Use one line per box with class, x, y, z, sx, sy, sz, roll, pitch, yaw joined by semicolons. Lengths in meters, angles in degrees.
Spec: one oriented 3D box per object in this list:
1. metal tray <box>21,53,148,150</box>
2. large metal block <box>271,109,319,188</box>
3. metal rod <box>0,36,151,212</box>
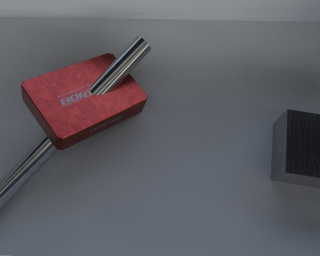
metal tray;-0.093;-0.039;0.396;0.131;0.030;0.090;-29;71;-32
large metal block;0.190;0.028;0.388;0.080;0.050;0.080;9;70;3
metal rod;-0.119;0.000;0.388;0.025;0.025;0.300;39;82;12
